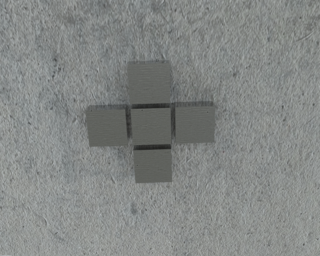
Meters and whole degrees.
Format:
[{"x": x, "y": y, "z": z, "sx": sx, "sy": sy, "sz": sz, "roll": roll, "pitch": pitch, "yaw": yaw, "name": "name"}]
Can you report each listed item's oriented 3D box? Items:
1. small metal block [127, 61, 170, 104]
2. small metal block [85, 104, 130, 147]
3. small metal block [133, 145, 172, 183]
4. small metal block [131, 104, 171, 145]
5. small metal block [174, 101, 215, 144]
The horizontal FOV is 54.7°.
[{"x": -0.013, "y": -0.058, "z": 0.390, "sx": 0.050, "sy": 0.025, "sz": 0.050, "roll": -2, "pitch": 110, "yaw": 0, "name": "small metal block"}, {"x": -0.068, "y": -0.004, "z": 0.409, "sx": 0.050, "sy": 0.025, "sz": 0.050, "roll": -2, "pitch": 110, "yaw": 0, "name": "small metal block"}, {"x": -0.009, "y": 0.048, "z": 0.429, "sx": 0.050, "sy": 0.025, "sz": 0.050, "roll": -2, "pitch": 110, "yaw": 0, "name": "small metal block"}, {"x": -0.011, "y": -0.006, "z": 0.409, "sx": 0.050, "sy": 0.025, "sz": 0.050, "roll": -2, "pitch": 110, "yaw": 0, "name": "small metal block"}, {"x": 0.045, "y": -0.008, "z": 0.409, "sx": 0.050, "sy": 0.025, "sz": 0.050, "roll": -2, "pitch": 110, "yaw": 0, "name": "small metal block"}]
